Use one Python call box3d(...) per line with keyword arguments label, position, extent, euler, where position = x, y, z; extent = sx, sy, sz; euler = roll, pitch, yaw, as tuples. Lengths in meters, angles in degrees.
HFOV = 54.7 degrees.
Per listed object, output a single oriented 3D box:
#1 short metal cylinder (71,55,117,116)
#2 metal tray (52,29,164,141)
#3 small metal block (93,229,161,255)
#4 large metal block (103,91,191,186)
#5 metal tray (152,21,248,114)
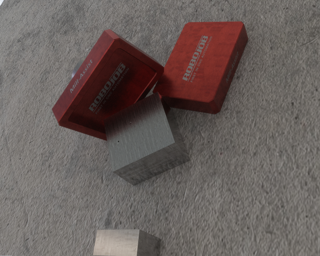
box3d(label="short metal cylinder", position=(-0.080, -0.064, 0.450), extent=(0.080, 0.080, 0.050), euler=(-46, 51, -4))
box3d(label="metal tray", position=(-0.066, -0.049, 0.404), extent=(0.130, 0.090, 0.030), euler=(-52, 48, 13))
box3d(label="small metal block", position=(-0.033, 0.126, 0.328), extent=(0.050, 0.050, 0.025), euler=(-9, 58, 23))
box3d(label="large metal block", position=(-0.018, 0.014, 0.389), extent=(0.080, 0.050, 0.080), euler=(-26, 53, 12))
box3d(label="metal tray", position=(0.056, -0.087, 0.424), extent=(0.090, 0.030, 0.130), euler=(12, 67, 33))
